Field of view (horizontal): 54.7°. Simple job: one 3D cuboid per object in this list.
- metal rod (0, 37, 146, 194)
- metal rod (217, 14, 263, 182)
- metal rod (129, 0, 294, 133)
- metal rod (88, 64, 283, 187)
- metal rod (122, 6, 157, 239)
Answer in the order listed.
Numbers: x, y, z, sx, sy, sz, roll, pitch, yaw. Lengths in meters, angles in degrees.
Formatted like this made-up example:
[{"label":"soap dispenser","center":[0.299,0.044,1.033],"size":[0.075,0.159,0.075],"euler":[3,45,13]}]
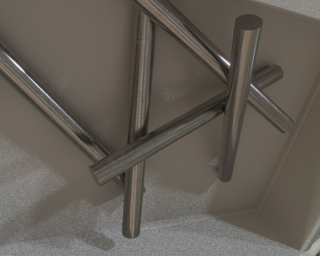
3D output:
[{"label":"metal rod","center":[-0.100,0.000,0.354],"size":[0.025,0.025,0.300],"euler":[-38,130,-3]},{"label":"metal rod","center":[0.095,-0.008,0.403],"size":[0.025,0.025,0.299],"euler":[-26,145,-13]},{"label":"metal rod","center":[0.077,-0.069,0.365],"size":[0.301,0.025,0.025],"euler":[32,101,-34]},{"label":"metal rod","center":[0.050,-0.015,0.392],"size":[0.302,0.025,0.025],"euler":[-29,129,-24]},{"label":"metal rod","center":[-0.027,0.009,0.379],"size":[0.025,0.025,0.298],"euler":[-6,115,-26]}]
